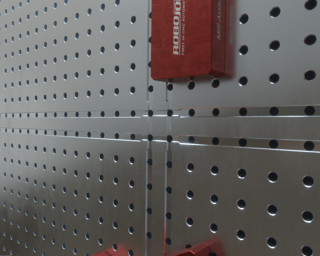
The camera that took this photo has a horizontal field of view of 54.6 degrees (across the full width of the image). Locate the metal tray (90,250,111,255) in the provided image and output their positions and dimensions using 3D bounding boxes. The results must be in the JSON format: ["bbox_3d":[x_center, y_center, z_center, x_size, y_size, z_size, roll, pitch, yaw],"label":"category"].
[{"bbox_3d":[-0.084,0.271,0.476,0.090,0.030,0.129,22,104,38],"label":"metal tray"}]

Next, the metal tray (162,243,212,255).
[{"bbox_3d":[0.040,0.217,0.374,0.090,0.030,0.130,-33,69,35],"label":"metal tray"}]

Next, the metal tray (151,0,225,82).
[{"bbox_3d":[0.032,-0.125,0.380,0.090,0.030,0.129,1,91,40],"label":"metal tray"}]
